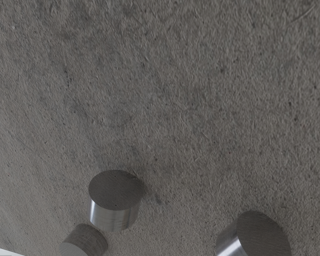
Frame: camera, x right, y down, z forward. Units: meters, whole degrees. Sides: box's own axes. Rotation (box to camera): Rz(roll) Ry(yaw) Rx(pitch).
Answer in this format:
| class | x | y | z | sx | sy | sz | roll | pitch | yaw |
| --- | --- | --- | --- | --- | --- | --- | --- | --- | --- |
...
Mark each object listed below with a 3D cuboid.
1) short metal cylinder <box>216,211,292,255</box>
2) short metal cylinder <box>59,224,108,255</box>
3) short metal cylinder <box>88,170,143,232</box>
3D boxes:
| class | x | y | z | sx | sy | sz | roll | pitch | yaw |
| --- | --- | --- | --- | --- | --- | --- | --- | --- | --- |
| short metal cylinder | 0.121 | 0.156 | 0.404 | 0.080 | 0.080 | 0.050 | 35 | 129 | 5 |
| short metal cylinder | -0.152 | 0.240 | 0.619 | 0.080 | 0.050 | 0.079 | 13 | 124 | 21 |
| short metal cylinder | -0.070 | 0.110 | 0.477 | 0.080 | 0.080 | 0.050 | 23 | 127 | 14 |
